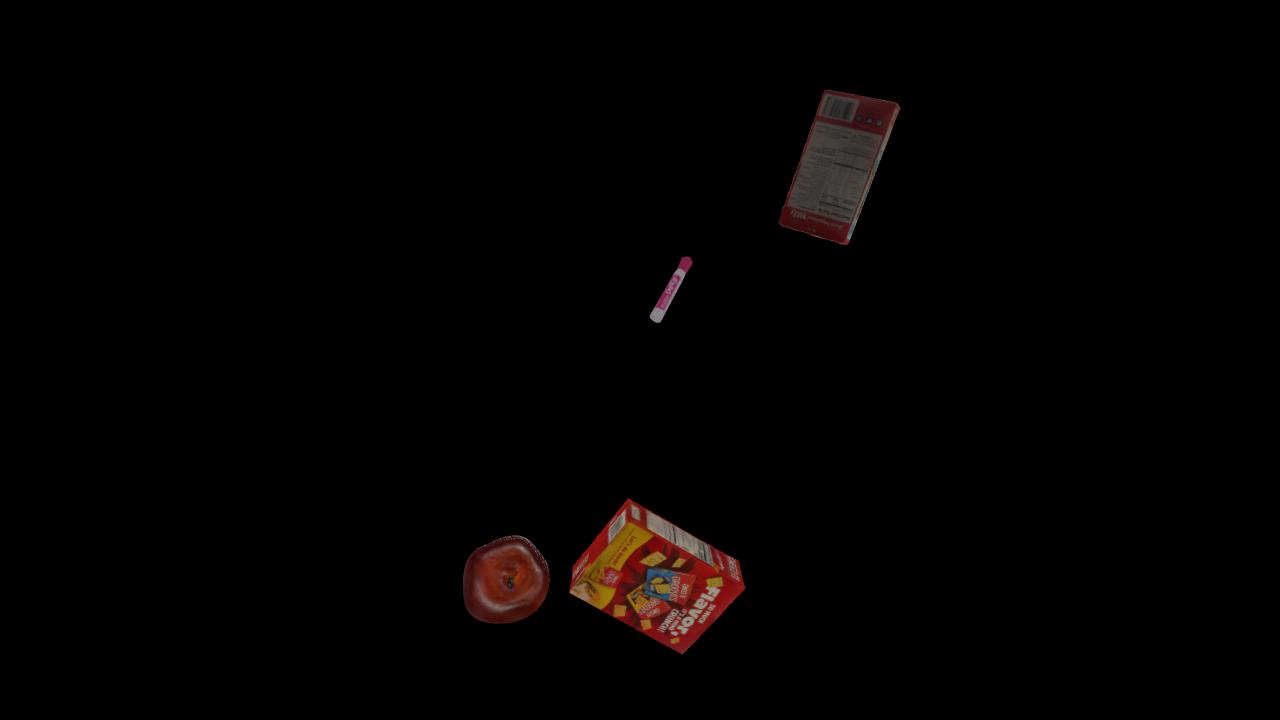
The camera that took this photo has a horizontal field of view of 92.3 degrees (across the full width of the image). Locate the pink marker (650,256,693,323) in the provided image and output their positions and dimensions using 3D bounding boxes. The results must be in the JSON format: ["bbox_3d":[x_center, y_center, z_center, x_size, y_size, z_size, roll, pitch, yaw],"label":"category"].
[{"bbox_3d":[0.049,-0.109,0.929,0.020,0.121,0.020,24,-24,11],"label":"pink marker"}]

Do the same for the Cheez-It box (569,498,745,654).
[{"bbox_3d":[0.026,0.339,0.960,0.223,0.166,0.071,33,18,-12],"label":"Cheez-It box"}]

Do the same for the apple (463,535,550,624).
[{"bbox_3d":[-0.123,0.201,0.559,0.079,0.079,0.093,0,-18,-17],"label":"apple"}]

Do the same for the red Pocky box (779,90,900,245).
[{"bbox_3d":[0.221,-0.216,0.693,0.083,0.155,0.028,24,17,23],"label":"red Pocky box"}]
